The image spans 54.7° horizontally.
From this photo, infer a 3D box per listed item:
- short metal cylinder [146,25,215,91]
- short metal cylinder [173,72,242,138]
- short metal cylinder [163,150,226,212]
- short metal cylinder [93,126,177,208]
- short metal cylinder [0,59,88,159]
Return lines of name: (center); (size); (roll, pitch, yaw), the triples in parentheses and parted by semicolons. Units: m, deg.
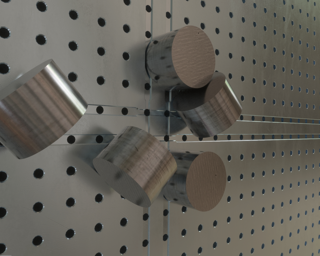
short metal cylinder: (0.029, -0.091, 0.416); (0.081, 0.050, 0.079); (0, 90, -40)
short metal cylinder: (0.065, -0.032, 0.427); (0.080, 0.080, 0.050); (-53, 121, -27)
short metal cylinder: (0.047, 0.071, 0.432); (0.081, 0.050, 0.079); (0, 90, -40)
short metal cylinder: (-0.028, 0.044, 0.350); (0.050, 0.080, 0.080); (-50, 120, -28)
short metal cylinder: (-0.113, -0.018, 0.278); (0.080, 0.080, 0.050); (-49, 120, -29)
